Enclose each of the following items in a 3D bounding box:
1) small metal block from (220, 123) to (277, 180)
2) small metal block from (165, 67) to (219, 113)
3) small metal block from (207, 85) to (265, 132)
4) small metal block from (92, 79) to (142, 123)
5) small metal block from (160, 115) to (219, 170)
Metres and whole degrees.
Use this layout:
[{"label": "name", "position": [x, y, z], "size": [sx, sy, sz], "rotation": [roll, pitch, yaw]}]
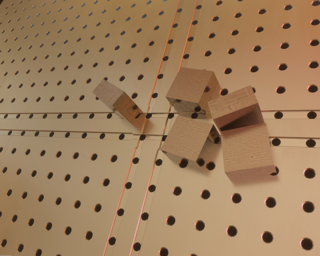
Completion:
[{"label": "small metal block", "position": [0.097, 0.026, 0.341], "size": [0.050, 0.025, 0.050], "rotation": [-12, 57, 21]}, {"label": "small metal block", "position": [0.043, -0.052, 0.416], "size": [0.050, 0.025, 0.050], "rotation": [15, 69, 33]}, {"label": "small metal block", "position": [0.088, -0.016, 0.355], "size": [0.050, 0.050, 0.025], "rotation": [-21, 54, 15]}, {"label": "small metal block", "position": [-0.062, -0.038, 0.447], "size": [0.050, 0.050, 0.025], "rotation": [32, 80, 38]}, {"label": "small metal block", "position": [0.037, 0.017, 0.378], "size": [0.050, 0.025, 0.050], "rotation": [16, 70, 34]}]
